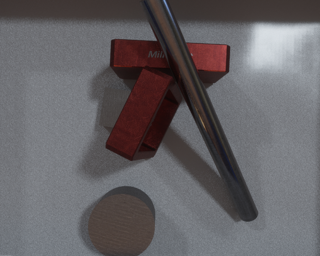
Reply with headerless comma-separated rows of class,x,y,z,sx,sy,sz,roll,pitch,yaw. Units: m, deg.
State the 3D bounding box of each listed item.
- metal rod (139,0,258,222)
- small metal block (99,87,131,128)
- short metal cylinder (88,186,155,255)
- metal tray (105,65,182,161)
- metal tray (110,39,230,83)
metal rod,0.056,-0.003,0.351,0.025,0.025,0.299,-28,116,0
small metal block,-0.050,-0.024,0.411,0.050,0.025,0.050,9,90,-1
short metal cylinder,-0.046,0.119,0.398,0.081,0.050,0.079,0,90,-1
metal tray,-0.011,-0.011,0.357,0.030,0.130,0.090,26,90,9
metal tray,0.011,-0.079,0.379,0.131,0.090,0.030,3,90,-1
